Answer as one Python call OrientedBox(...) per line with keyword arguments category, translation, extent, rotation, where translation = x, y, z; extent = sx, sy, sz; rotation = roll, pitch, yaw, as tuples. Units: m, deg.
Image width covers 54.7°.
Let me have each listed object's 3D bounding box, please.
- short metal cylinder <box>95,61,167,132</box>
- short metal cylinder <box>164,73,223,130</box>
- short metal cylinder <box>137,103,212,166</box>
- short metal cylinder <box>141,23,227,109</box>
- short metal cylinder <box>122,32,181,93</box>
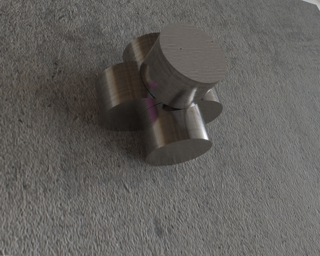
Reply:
OrientedBox(category="short metal cylinder", translation=(-0.034, -0.036, 0.375), extent=(0.081, 0.080, 0.050), rotation=(-1, 63, -29))
OrientedBox(category="short metal cylinder", translation=(0.037, -0.036, 0.414), extent=(0.081, 0.080, 0.050), rotation=(0, 62, -29))
OrientedBox(category="short metal cylinder", translation=(0.017, 0.008, 0.376), extent=(0.081, 0.080, 0.050), rotation=(0, 62, -29))
OrientedBox(category="short metal cylinder", translation=(0.025, -0.068, 0.343), extent=(0.081, 0.050, 0.080), rotation=(14, 56, -21))
OrientedBox(category="short metal cylinder", translation=(-0.006, -0.082, 0.418), extent=(0.081, 0.080, 0.050), rotation=(-2, 63, -30))
